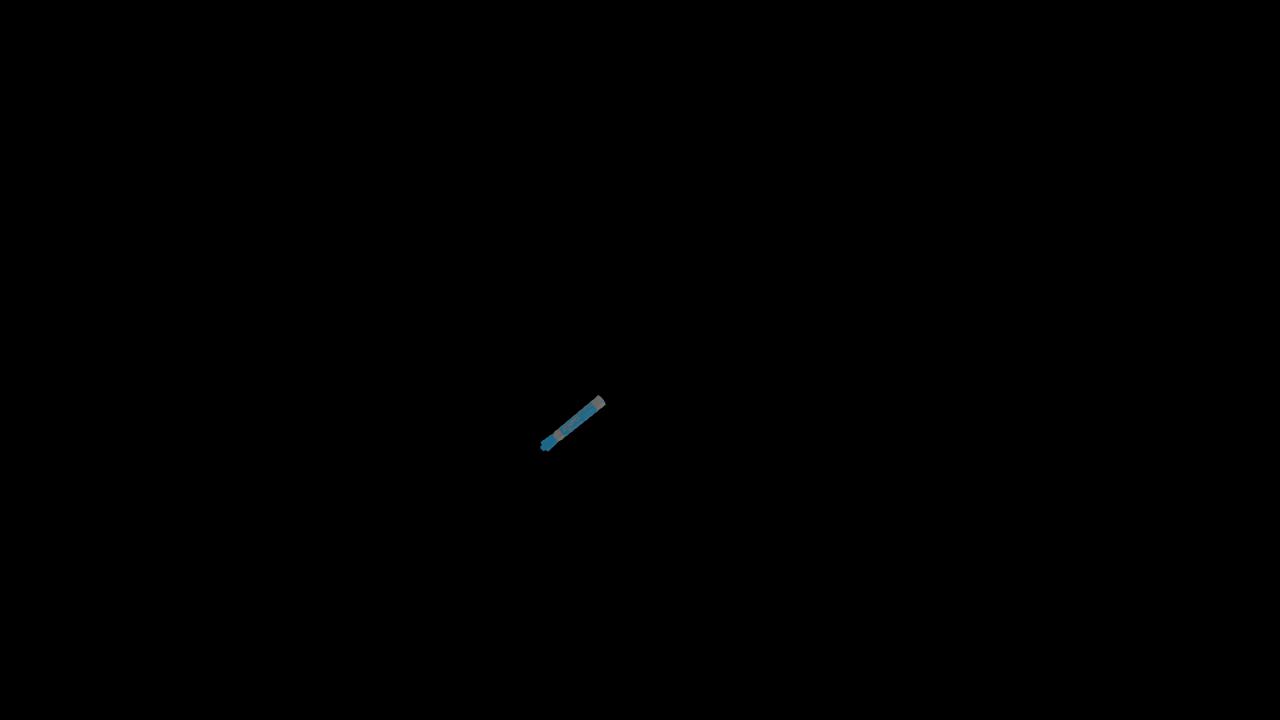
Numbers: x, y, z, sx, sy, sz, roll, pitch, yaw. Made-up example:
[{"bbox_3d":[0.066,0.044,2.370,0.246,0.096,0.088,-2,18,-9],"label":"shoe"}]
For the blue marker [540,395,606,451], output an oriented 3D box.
[{"bbox_3d":[-0.104,0.098,0.941,0.121,0.020,0.020,-39,-3,4],"label":"blue marker"}]
